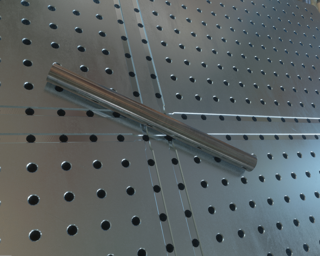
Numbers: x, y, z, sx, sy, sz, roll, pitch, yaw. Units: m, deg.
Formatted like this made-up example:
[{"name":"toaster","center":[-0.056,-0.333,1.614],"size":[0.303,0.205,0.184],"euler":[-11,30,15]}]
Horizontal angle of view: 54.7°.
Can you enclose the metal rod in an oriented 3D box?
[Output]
[{"name":"metal rod","center":[0.000,-0.008,0.415],"size":[0.302,0.025,0.025],"euler":[24,53,-14]}]
